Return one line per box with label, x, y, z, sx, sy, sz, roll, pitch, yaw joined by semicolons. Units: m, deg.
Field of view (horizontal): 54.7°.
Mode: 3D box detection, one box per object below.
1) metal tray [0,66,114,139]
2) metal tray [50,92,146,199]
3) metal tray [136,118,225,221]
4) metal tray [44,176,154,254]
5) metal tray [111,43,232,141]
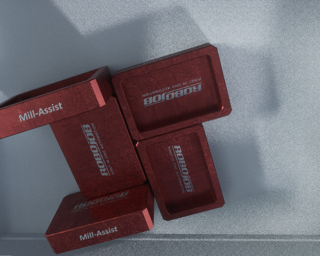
metal tray;-0.123;-0.032;0.359;0.131;0.090;0.030;-17;109;5
metal tray;-0.080;0.024;0.413;0.090;0.030;0.129;-16;110;5
metal tray;0.030;0.059;0.429;0.090;0.030;0.129;-16;110;5
metal tray;-0.074;0.111;0.413;0.131;0.090;0.030;-16;110;5
metal tray;0.015;-0.044;0.391;0.131;0.030;0.089;-16;110;5
